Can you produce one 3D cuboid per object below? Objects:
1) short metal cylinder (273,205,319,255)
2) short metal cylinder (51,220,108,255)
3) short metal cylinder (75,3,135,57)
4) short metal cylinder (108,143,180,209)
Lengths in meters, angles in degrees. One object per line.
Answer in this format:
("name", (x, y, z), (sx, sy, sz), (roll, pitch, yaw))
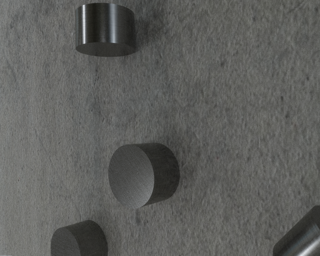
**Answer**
("short metal cylinder", (0.142, 0.111, 0.252), (0.080, 0.081, 0.050), (46, 118, 30))
("short metal cylinder", (-0.129, 0.193, 0.492), (0.080, 0.050, 0.079), (0, 90, 39))
("short metal cylinder", (-0.075, -0.133, 0.429), (0.080, 0.081, 0.050), (-1, 90, 39))
("short metal cylinder", (-0.022, 0.060, 0.405), (0.080, 0.050, 0.079), (0, 90, 39))
